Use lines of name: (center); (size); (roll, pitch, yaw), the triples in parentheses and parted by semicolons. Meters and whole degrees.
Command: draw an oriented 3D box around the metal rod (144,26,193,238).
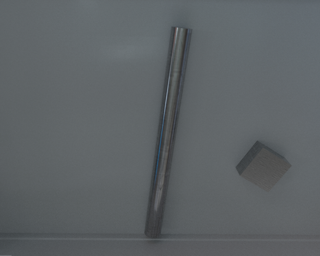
metal rod: (0.007, 0.020, 0.418); (0.025, 0.025, 0.298); (7, 110, -3)

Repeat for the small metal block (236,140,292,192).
small metal block: (0.144, 0.054, 0.433); (0.050, 0.025, 0.050); (31, 107, -11)
